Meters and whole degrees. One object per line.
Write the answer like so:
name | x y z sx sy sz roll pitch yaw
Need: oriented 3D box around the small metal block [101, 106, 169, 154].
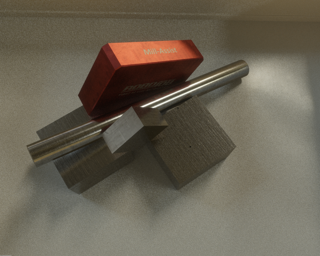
small metal block | -0.027 0.002 0.342 0.050 0.050 0.025 -40 71 25

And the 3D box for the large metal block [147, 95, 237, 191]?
large metal block | 0.034 0.019 0.388 0.080 0.050 0.080 -32 73 -11

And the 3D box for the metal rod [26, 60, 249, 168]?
metal rod | -0.006 -0.028 0.379 0.302 0.025 0.025 -25 72 -25

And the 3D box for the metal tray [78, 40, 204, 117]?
metal tray | -0.021 -0.060 0.367 0.131 0.090 0.030 -16 69 -40

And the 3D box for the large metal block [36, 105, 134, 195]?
large metal block | -0.090 0.023 0.383 0.080 0.050 0.080 -32 73 -11
